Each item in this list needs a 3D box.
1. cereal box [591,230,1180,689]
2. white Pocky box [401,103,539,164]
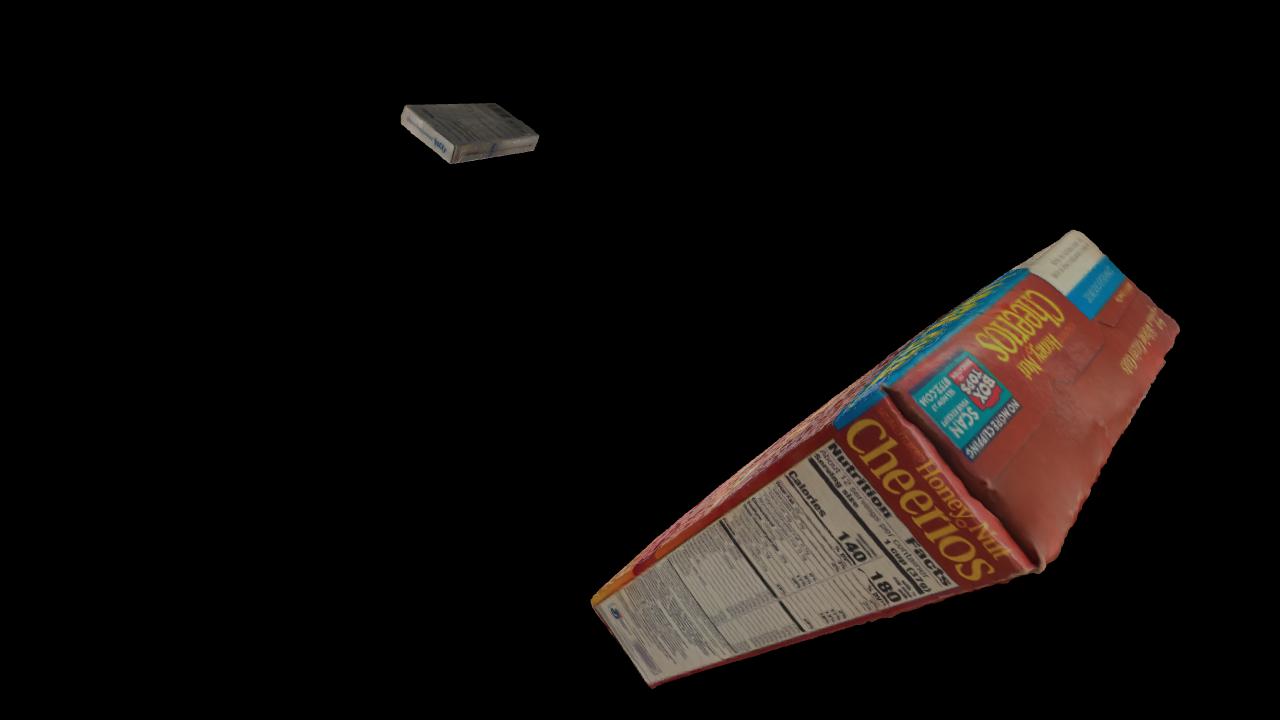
[{"bbox_3d":[0.110,0.073,0.352,0.203,0.081,0.306,-28,-17,-36],"label":"cereal box"},{"bbox_3d":[-0.200,-0.279,0.746,0.084,0.028,0.154,39,36,10],"label":"white Pocky box"}]
